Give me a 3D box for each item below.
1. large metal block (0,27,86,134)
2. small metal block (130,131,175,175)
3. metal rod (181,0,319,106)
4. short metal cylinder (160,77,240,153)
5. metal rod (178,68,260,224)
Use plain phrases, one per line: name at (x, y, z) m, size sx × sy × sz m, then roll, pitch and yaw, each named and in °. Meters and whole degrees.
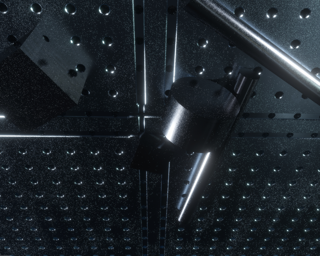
large metal block at (-0.146, -0.051, 0.350) m, size 0.080 × 0.050 × 0.080 m, roll -26°, pitch 126°, yaw 20°
small metal block at (-0.012, 0.037, 0.443) m, size 0.050 × 0.025 × 0.050 m, roll 14°, pitch 129°, yaw -12°
metal rod at (0.153, -0.065, 0.358) m, size 0.301 × 0.025 × 0.025 m, roll 27°, pitch 125°, yaw -22°
short metal cylinder at (0.045, -0.017, 0.362) m, size 0.081 × 0.080 × 0.050 m, roll 11°, pitch 129°, yaw -10°
metal rod at (0.074, 0.048, 0.453) m, size 0.025 × 0.025 × 0.298 m, roll 9°, pitch 130°, yaw -8°
